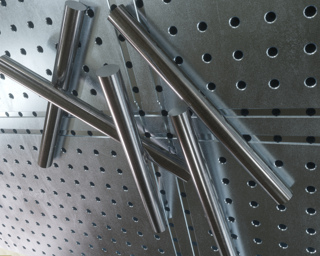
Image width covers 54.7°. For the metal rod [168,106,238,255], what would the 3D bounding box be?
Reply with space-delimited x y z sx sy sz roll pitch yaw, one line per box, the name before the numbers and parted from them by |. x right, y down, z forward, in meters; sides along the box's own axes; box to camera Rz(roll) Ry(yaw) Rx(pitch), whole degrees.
metal rod | 0.071 0.106 0.429 0.025 0.025 0.299 -6 119 30

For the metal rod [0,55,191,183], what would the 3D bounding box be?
metal rod | -0.087 -0.012 0.425 0.301 0.025 0.025 31 129 -1

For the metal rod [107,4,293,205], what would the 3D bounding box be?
metal rod | 0.051 -0.023 0.368 0.300 0.025 0.025 47 129 -5

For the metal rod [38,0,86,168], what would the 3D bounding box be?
metal rod | -0.154 -0.042 0.463 0.025 0.025 0.298 32 128 7

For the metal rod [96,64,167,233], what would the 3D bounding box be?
metal rod | -0.027 0.051 0.415 0.025 0.025 0.298 8 135 23
